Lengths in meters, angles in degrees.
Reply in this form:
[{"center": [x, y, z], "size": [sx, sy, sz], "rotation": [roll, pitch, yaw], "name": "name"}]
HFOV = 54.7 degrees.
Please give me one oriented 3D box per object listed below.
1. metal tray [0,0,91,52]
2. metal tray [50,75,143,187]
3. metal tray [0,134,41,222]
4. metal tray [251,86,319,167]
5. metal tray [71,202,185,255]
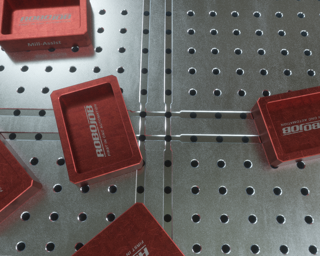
[{"center": [-0.173, -0.165, 0.467], "size": [0.131, 0.030, 0.090], "rotation": [-5, 70, -3], "name": "metal tray"}, {"center": [-0.083, 0.002, 0.407], "size": [0.091, 0.030, 0.130], "rotation": [-17, 71, -7], "name": "metal tray"}, {"center": [-0.226, 0.054, 0.386], "size": [0.090, 0.030, 0.130], "rotation": [-41, 76, -14], "name": "metal tray"}, {"center": [0.200, -0.006, 0.413], "size": [0.131, 0.030, 0.090], "rotation": [-11, 71, -5], "name": "metal tray"}, {"center": [-0.045, 0.160, 0.350], "size": [0.131, 0.030, 0.090], "rotation": [-38, 75, -13], "name": "metal tray"}]
